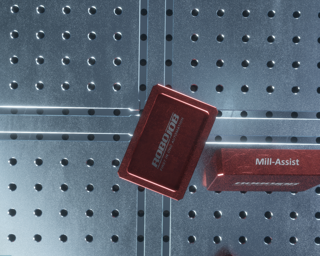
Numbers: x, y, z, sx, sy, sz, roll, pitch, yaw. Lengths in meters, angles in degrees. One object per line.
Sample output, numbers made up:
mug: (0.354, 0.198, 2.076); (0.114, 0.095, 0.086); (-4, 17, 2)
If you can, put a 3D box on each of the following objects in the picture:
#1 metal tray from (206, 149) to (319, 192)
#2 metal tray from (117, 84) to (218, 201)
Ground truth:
metal tray: (0.128, 0.054, 0.380); (0.131, 0.090, 0.030); (1, 67, -1)
metal tray: (0.010, 0.018, 0.410); (0.090, 0.030, 0.129); (22, 90, -1)
